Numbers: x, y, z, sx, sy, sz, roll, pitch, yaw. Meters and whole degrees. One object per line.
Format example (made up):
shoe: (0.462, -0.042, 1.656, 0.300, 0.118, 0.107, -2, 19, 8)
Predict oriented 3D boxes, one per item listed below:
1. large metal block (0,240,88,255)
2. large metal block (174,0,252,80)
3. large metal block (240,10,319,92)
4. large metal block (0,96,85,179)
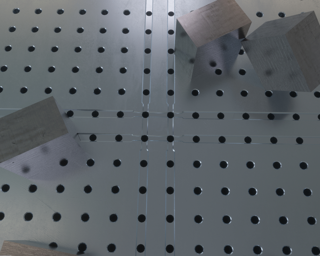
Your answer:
large metal block: (-0.133, 0.171, 0.335, 0.080, 0.050, 0.080, 10, 70, 3)
large metal block: (0.068, -0.122, 0.428, 0.080, 0.080, 0.050, -27, 72, -9)
large metal block: (0.164, -0.095, 0.401, 0.050, 0.080, 0.080, -40, 111, -13)
large metal block: (-0.147, 0.014, 0.377, 0.080, 0.080, 0.050, -25, 72, -9)
